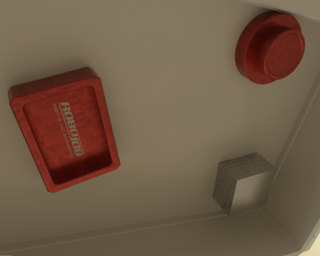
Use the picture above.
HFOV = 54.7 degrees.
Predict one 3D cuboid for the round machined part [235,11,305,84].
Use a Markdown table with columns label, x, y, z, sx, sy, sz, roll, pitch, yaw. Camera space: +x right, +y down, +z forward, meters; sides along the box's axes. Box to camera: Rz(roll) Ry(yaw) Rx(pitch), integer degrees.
| label | x | y | z | sx | sy | sz | roll | pitch | yaw |
| --- | --- | --- | --- | --- | --- | --- | --- | --- | --- |
| round machined part | 0.155 | -0.104 | 0.420 | 0.099 | 0.042 | 0.097 | -14 | 125 | -21 |

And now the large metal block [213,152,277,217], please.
| label | x | y | z | sx | sy | sz | roll | pitch | yaw |
| --- | --- | --- | --- | --- | --- | --- | --- | --- | --- |
| large metal block | 0.144 | 0.096 | 0.533 | 0.081 | 0.050 | 0.079 | -11 | 123 | -23 |

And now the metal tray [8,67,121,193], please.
| label | x | y | z | sx | sy | sz | roll | pitch | yaw |
| --- | --- | --- | --- | --- | --- | --- | --- | --- | --- |
| metal tray | -0.102 | 0.005 | 0.353 | 0.091 | 0.030 | 0.129 | -19 | 126 | -17 |
